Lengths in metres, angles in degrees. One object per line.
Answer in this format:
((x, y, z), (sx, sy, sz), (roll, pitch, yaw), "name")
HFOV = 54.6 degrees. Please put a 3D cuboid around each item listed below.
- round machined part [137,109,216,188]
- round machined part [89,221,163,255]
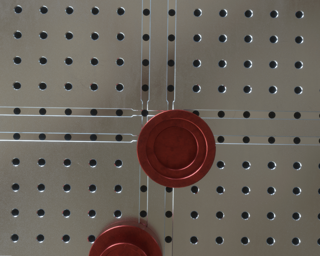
((0.020, 0.026, 0.405), (0.099, 0.042, 0.097), (0, 90, 0), "round machined part")
((-0.045, 0.176, 0.405), (0.099, 0.042, 0.097), (0, 90, 0), "round machined part")
